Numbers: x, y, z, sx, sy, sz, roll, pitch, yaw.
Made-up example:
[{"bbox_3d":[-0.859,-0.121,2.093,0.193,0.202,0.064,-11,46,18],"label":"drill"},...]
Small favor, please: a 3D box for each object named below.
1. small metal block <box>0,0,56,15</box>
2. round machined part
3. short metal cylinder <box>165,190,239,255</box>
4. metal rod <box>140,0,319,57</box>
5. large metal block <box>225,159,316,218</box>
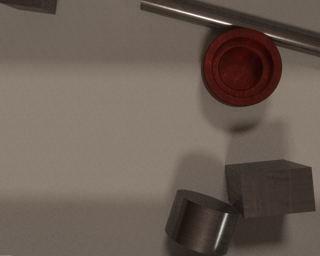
[{"bbox_3d":[-0.167,-0.165,0.395,0.050,0.050,0.025,8,102,-1],"label":"small metal block"},{"bbox_3d":[0.103,-0.076,0.404,0.099,0.042,0.097,0,90,-1],"label":"round machined part"},{"bbox_3d":[0.052,0.115,0.385,0.080,0.080,0.050,17,90,-1],"label":"short metal cylinder"},{"bbox_3d":[0.123,-0.132,0.412,0.302,0.025,0.025,15,90,-1],"label":"metal rod"},{"bbox_3d":[0.132,0.072,0.386,0.081,0.080,0.050,-5,90,-1],"label":"large metal block"}]
